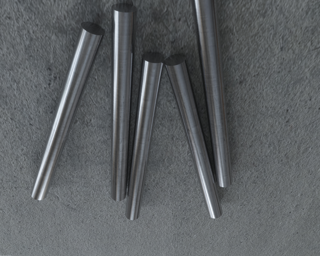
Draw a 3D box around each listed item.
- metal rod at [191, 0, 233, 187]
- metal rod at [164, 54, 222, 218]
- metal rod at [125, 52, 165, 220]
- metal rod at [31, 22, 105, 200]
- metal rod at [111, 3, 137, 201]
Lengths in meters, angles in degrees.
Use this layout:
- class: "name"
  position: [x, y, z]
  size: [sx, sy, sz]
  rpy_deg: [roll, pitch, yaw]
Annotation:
- class: "metal rod"
  position: [0.069, -0.030, 0.381]
  size: [0.025, 0.025, 0.299]
  rpy_deg: [-9, 130, 7]
- class: "metal rod"
  position: [0.056, 0.034, 0.436]
  size: [0.025, 0.025, 0.299]
  rpy_deg: [-12, 130, 10]
- class: "metal rod"
  position: [-0.027, 0.035, 0.436]
  size: [0.025, 0.025, 0.298]
  rpy_deg: [6, 130, -5]
- class: "metal rod"
  position: [-0.131, 0.001, 0.406]
  size: [0.025, 0.025, 0.298]
  rpy_deg: [19, 128, -16]
- class: "metal rod"
  position: [-0.051, -0.006, 0.401]
  size: [0.025, 0.025, 0.298]
  rpy_deg: [4, 130, -4]
